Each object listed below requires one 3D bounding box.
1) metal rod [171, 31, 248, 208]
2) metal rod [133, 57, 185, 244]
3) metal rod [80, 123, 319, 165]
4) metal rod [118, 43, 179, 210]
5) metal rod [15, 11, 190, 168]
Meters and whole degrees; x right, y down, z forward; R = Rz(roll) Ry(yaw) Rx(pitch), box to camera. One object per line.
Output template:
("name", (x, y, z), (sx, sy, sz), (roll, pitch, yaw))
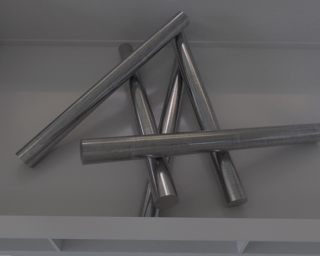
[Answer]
("metal rod", (0.053, -0.041, 0.418), (0.025, 0.025, 0.299), (-9, 57, -8))
("metal rod", (0.011, -0.002, 0.406), (0.025, 0.025, 0.300), (8, 50, 6))
("metal rod", (0.066, 0.014, 0.348), (0.303, 0.025, 0.025), (-4, 49, -21))
("metal rod", (-0.025, -0.029, 0.408), (0.025, 0.025, 0.300), (-9, 44, -8))
("metal rod", (-0.065, -0.063, 0.419), (0.025, 0.025, 0.301), (35, 69, 26))
